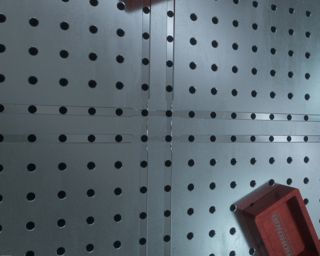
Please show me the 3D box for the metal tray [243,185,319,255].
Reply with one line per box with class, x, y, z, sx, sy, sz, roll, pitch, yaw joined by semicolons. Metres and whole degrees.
metal tray;0.193;0.166;0.480;0.091;0.030;0.130;-27;99;-18
